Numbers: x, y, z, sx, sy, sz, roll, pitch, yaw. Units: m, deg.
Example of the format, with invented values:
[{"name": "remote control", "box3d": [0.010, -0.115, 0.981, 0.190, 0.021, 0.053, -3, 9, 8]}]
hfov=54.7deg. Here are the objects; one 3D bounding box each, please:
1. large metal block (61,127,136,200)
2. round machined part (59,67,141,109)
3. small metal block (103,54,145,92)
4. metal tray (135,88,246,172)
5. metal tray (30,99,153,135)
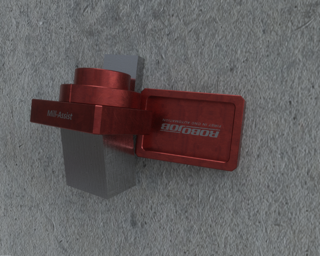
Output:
[{"name": "large metal block", "box3d": [-0.080, 0.038, 0.404, 0.080, 0.050, 0.079, 7, 106, 37]}, {"name": "round machined part", "box3d": [-0.072, -0.048, 0.384, 0.098, 0.098, 0.042, 7, 92, 19]}, {"name": "small metal block", "box3d": [-0.051, -0.074, 0.428, 0.050, 0.025, 0.050, 7, 92, 19]}, {"name": "metal tray", "box3d": [0.037, 0.000, 0.394, 0.130, 0.030, 0.089, 7, 92, 19]}, {"name": "metal tray", "box3d": [-0.086, -0.014, 0.387, 0.130, 0.091, 0.030, 8, 94, 38]}]
